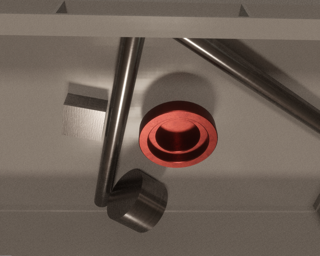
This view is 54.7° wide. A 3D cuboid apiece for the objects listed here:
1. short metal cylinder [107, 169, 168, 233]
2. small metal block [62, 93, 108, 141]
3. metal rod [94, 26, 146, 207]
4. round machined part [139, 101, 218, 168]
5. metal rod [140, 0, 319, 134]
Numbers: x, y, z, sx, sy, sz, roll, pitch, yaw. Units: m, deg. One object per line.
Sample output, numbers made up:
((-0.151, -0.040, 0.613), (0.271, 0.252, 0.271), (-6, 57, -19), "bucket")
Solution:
((-0.034, 0.109, 0.466), (0.050, 0.080, 0.080), (37, 121, -27), "short metal cylinder")
((-0.096, -0.013, 0.397), (0.050, 0.025, 0.050), (10, 129, -9), "small metal block")
((-0.061, 0.009, 0.416), (0.025, 0.025, 0.298), (10, 130, -9), "metal rod")
((0.023, 0.004, 0.401), (0.099, 0.042, 0.097), (-1, 130, 0), "round machined part")
((0.112, -0.057, 0.362), (0.301, 0.025, 0.025), (27, 125, -22), "metal rod")
